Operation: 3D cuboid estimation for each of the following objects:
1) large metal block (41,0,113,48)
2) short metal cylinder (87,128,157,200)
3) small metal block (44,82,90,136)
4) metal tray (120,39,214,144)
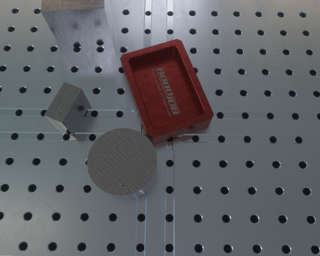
[{"bbox_3d":[-0.113,-0.160,0.440,0.081,0.080,0.050,-4,70,-1],"label":"large metal block"},{"bbox_3d":[-0.044,0.046,0.381,0.081,0.050,0.080,0,70,0],"label":"short metal cylinder"},{"bbox_3d":[-0.120,-0.024,0.406,0.025,0.050,0.050,22,72,8],"label":"small metal block"},{"bbox_3d":[0.007,-0.052,0.428,0.091,0.030,0.130,-18,71,-7],"label":"metal tray"}]
